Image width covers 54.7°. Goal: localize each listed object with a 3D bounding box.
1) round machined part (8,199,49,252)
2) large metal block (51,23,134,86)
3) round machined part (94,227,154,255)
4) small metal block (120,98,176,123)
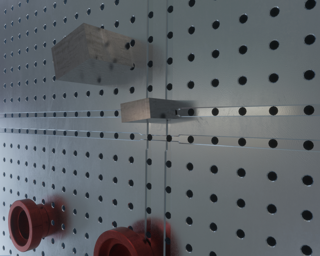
[{"bbox_3d":[-0.256,0.188,0.610,0.098,0.042,0.097,0,90,40],"label":"round machined part"},{"bbox_3d":[-0.099,-0.103,0.455,0.080,0.081,0.050,-19,78,38],"label":"large metal block"},{"bbox_3d":[-0.046,0.189,0.437,0.098,0.042,0.097,0,90,40],"label":"round machined part"},{"bbox_3d":[-0.015,-0.022,0.406,0.050,0.050,0.025,-7,86,40],"label":"small metal block"}]
